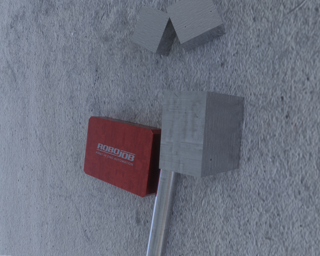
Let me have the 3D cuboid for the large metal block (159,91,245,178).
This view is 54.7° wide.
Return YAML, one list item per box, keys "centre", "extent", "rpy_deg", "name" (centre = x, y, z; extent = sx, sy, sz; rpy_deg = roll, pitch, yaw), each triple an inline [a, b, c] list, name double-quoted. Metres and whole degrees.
- centre: [0.046, 0.004, 0.329]
  extent: [0.050, 0.081, 0.079]
  rpy_deg: [6, 94, 39]
  name: "large metal block"

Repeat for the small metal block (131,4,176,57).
- centre: [-0.005, -0.128, 0.408]
  extent: [0.050, 0.025, 0.050]
  rpy_deg: [35, 111, 34]
  name: "small metal block"

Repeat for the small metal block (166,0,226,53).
- centre: [0.041, -0.124, 0.358]
  extent: [0.050, 0.025, 0.050]
  rpy_deg: [-23, 74, 13]
  name: "small metal block"

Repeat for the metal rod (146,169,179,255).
- centre: [-0.005, 0.157, 0.406]
  extent: [0.025, 0.025, 0.298]
  rpy_deg: [15, 99, 38]
  name: "metal rod"

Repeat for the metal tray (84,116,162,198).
- centre: [-0.054, 0.036, 0.444]
  extent: [0.130, 0.030, 0.089]
  rpy_deg: [12, 98, 39]
  name: "metal tray"
